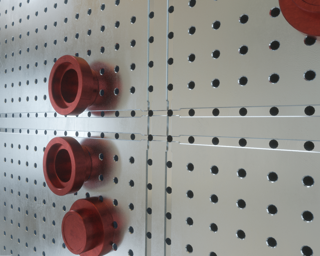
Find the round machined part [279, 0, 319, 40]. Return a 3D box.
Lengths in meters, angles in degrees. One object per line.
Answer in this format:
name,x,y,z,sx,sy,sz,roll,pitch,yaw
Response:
round machined part,0.153,-0.130,0.272,0.098,0.042,0.097,0,90,40

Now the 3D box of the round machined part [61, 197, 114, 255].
round machined part,-0.122,0.164,0.501,0.098,0.042,0.097,0,90,40

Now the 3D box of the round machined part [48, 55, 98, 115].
round machined part,-0.141,-0.069,0.516,0.098,0.042,0.097,0,90,40

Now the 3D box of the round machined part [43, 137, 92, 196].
round machined part,-0.154,0.063,0.528,0.098,0.042,0.097,0,90,40
